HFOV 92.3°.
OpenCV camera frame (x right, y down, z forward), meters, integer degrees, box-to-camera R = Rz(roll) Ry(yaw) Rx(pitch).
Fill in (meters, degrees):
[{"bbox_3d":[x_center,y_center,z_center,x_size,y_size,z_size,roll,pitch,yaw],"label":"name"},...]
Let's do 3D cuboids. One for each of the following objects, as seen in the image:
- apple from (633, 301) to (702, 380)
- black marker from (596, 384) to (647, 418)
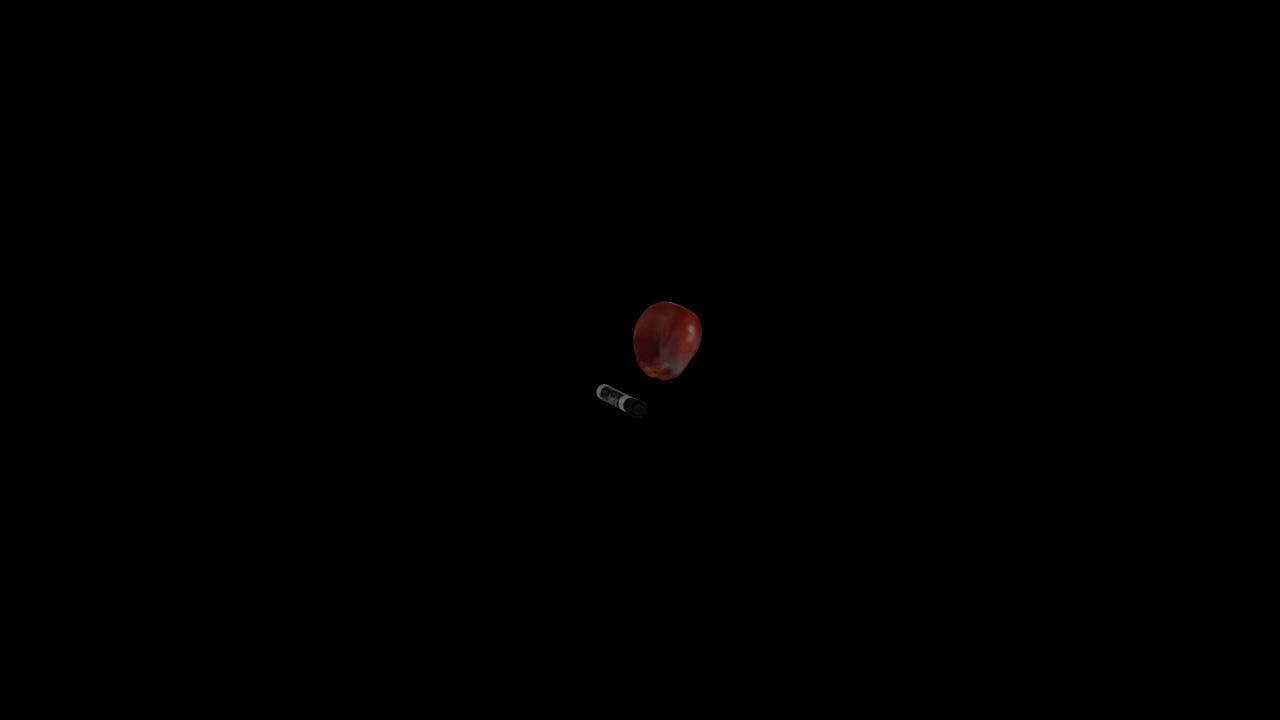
[{"bbox_3d":[0.031,-0.024,0.716,0.079,0.093,0.079,19,-21,7],"label":"apple"},{"bbox_3d":[-0.021,0.043,0.653,0.020,0.020,0.121,0,6,-20],"label":"black marker"}]
